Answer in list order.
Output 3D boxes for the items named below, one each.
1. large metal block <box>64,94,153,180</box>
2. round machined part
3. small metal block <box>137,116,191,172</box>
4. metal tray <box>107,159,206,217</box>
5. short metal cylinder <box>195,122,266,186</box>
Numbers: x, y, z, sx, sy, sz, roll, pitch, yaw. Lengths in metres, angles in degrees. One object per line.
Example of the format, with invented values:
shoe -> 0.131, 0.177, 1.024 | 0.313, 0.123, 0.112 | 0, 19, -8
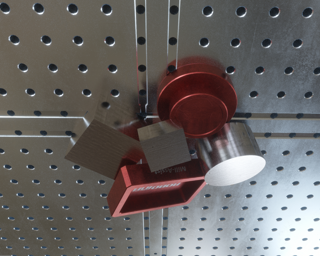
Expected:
large metal block -> -0.066, 0.016, 0.408 | 0.080, 0.050, 0.080 | 29, 124, -22
round machined part -> 0.046, -0.025, 0.379 | 0.099, 0.042, 0.097 | 0, 130, 0
small metal block -> 0.006, 0.020, 0.368 | 0.050, 0.025, 0.050 | -17, 126, 0
metal tray -> -0.001, 0.085, 0.443 | 0.131, 0.030, 0.089 | -2, 142, -28
short metal cylinder -> 0.092, 0.036, 0.412 | 0.081, 0.050, 0.080 | -9, 145, -6
